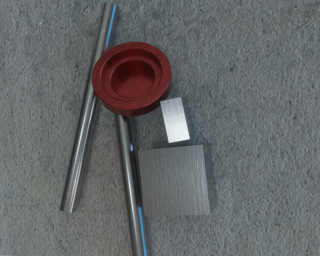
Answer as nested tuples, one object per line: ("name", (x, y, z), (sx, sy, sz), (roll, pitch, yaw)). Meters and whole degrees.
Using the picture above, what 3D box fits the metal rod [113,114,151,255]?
("metal rod", (-0.034, 0.108, 0.419), (0.025, 0.025, 0.298), (-9, 87, 19))

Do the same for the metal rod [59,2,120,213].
("metal rod", (-0.102, -0.026, 0.443), (0.025, 0.025, 0.298), (15, 95, 19))

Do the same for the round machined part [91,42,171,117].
("round machined part", (-0.034, -0.058, 0.398), (0.099, 0.042, 0.098), (-2, 67, 5))

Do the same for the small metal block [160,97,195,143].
("small metal block", (0.023, -0.011, 0.384), (0.025, 0.050, 0.050), (-12, 91, 14))

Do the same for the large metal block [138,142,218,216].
("large metal block", (0.023, 0.063, 0.387), (0.080, 0.050, 0.080), (-7, 88, 19))
